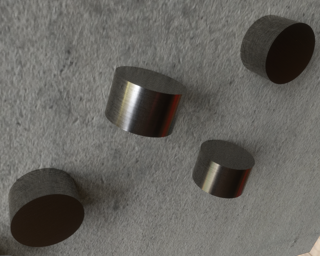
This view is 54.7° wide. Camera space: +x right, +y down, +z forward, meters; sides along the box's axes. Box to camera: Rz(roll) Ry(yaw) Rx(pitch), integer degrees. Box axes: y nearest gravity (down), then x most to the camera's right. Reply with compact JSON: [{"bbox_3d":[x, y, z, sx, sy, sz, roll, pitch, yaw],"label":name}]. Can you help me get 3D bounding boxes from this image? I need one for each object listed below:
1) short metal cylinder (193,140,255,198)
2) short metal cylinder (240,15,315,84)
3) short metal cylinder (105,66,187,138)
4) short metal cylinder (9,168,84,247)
[{"bbox_3d":[0.093,0.059,0.461,0.081,0.080,0.050,-2,119,-28],"label":"short metal cylinder"},{"bbox_3d":[0.156,-0.105,0.413,0.081,0.050,0.079,-14,125,-21],"label":"short metal cylinder"},{"bbox_3d":[-0.016,-0.031,0.345,0.081,0.080,0.050,4,117,-31],"label":"short metal cylinder"},{"bbox_3d":[-0.138,0.096,0.375,0.081,0.050,0.079,-14,125,-21],"label":"short metal cylinder"}]
